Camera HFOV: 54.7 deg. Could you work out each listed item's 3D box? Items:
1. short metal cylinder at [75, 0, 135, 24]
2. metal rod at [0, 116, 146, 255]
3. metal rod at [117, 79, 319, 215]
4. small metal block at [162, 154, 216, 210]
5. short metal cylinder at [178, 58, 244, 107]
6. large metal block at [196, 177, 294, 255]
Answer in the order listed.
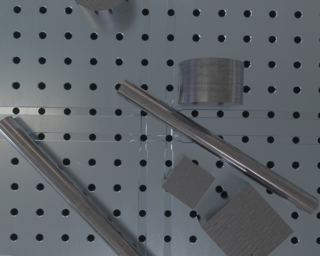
[{"bbox_3d":[-0.074,-0.182,0.400,0.081,0.050,0.079,0,90,0],"label":"short metal cylinder"},{"bbox_3d":[-0.104,0.101,0.412,0.025,0.025,0.300,-44,90,0],"label":"metal rod"},{"bbox_3d":[0.077,0.025,0.414,0.301,0.025,0.025,32,90,0],"label":"metal rod"},{"bbox_3d":[0.037,0.071,0.414,0.050,0.025,0.050,36,90,0],"label":"small metal block"},{"bbox_3d":[0.063,-0.054,0.386,0.081,0.080,0.050,2,90,0],"label":"short metal cylinder"},{"bbox_3d":[0.107,0.124,0.402,0.080,0.050,0.080,-42,90,0],"label":"large metal block"}]
